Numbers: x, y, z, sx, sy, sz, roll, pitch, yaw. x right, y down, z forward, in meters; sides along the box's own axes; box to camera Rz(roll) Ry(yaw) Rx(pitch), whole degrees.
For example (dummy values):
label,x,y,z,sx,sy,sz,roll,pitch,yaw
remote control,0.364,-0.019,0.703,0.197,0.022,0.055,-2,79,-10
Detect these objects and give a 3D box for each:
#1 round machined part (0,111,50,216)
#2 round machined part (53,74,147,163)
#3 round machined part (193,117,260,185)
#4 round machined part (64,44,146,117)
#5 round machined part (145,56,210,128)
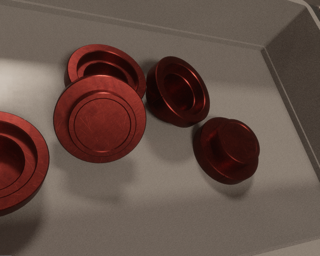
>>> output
label,x,y,z,sx,sy,sz,roll,pitch,yaw
round machined part,-0.158,0.036,0.288,0.099,0.042,0.098,14,56,-21
round machined part,-0.062,-0.008,0.331,0.099,0.042,0.097,-4,105,-14
round machined part,0.099,0.026,0.434,0.099,0.042,0.098,14,56,-21
round machined part,-0.071,-0.055,0.391,0.099,0.042,0.098,14,56,-21
round machined part,0.020,-0.045,0.425,0.099,0.042,0.098,21,55,-34
